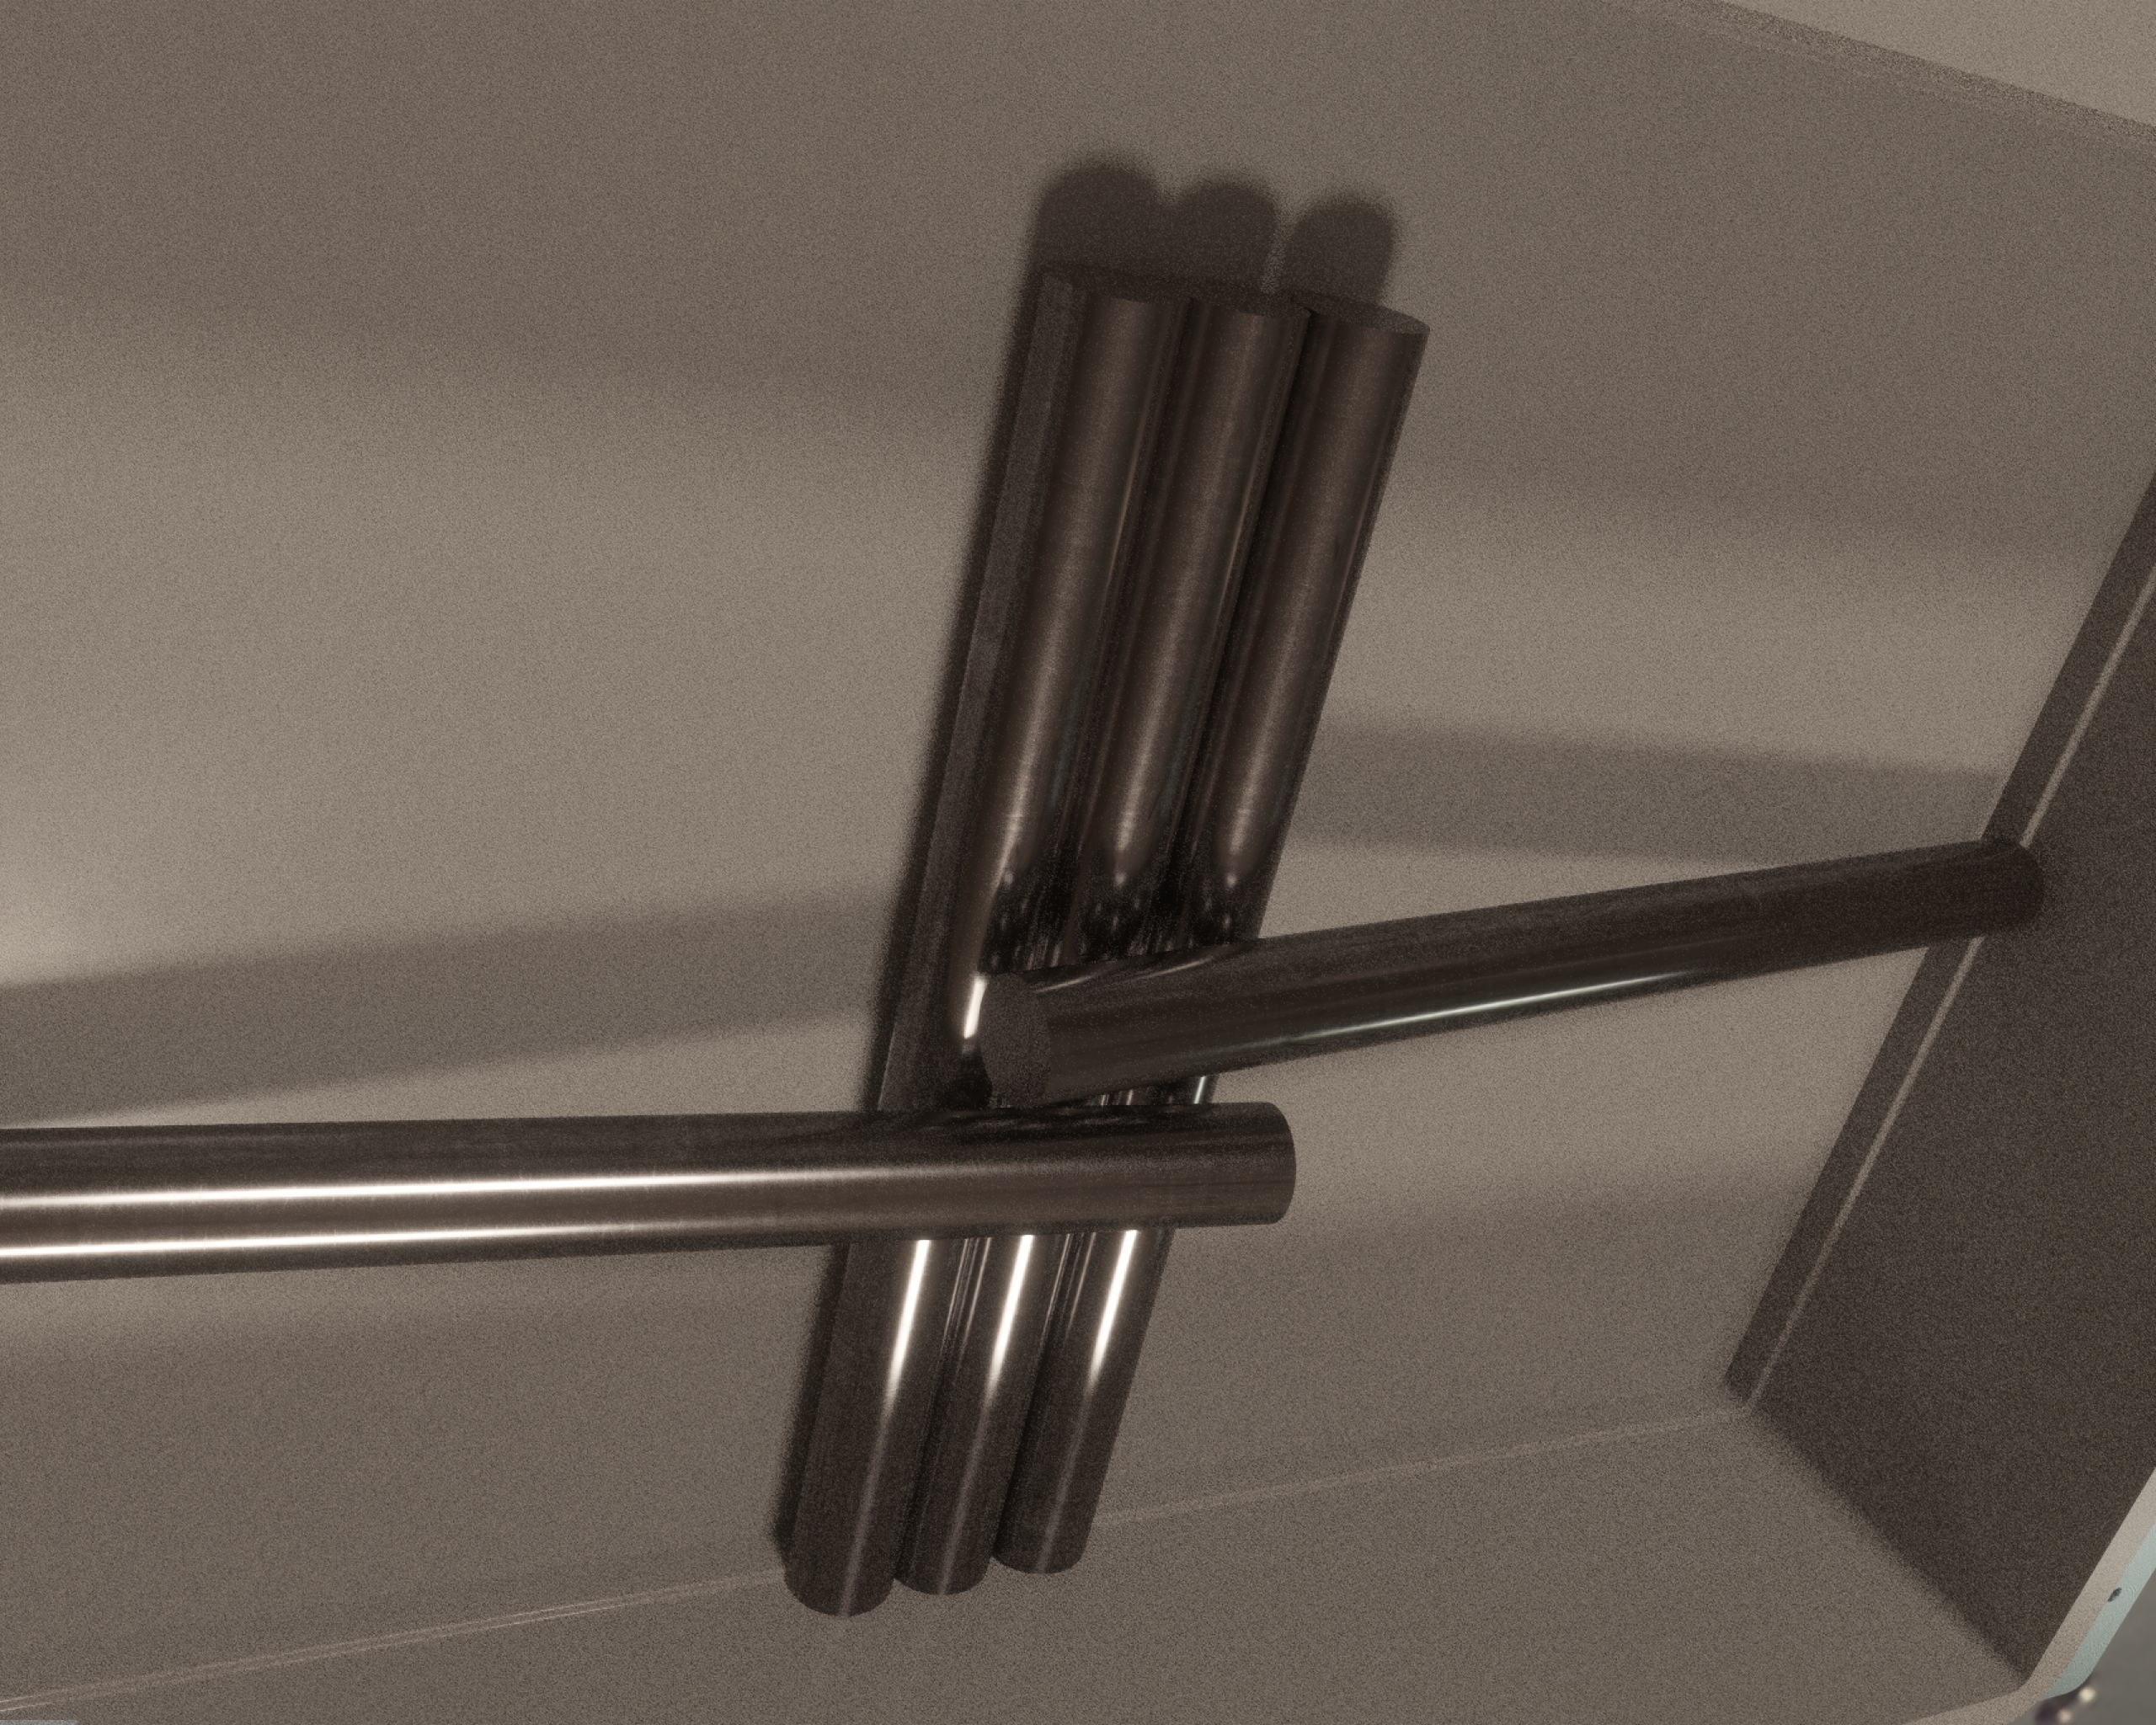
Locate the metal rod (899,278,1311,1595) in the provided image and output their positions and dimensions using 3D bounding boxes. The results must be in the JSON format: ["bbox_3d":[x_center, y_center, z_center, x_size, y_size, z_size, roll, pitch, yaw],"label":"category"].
[{"bbox_3d":[-0.002,0.032,0.427,0.025,0.025,0.298,-2,119,-28],"label":"metal rod"}]

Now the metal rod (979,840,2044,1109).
[{"bbox_3d":[0.114,0.019,0.461,0.303,0.025,0.025,-6,121,-33],"label":"metal rod"}]

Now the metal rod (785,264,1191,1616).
[{"bbox_3d":[-0.024,0.033,0.416,0.025,0.025,0.298,-2,119,-28],"label":"metal rod"}]

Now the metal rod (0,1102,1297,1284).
[{"bbox_3d":[-0.101,0.058,0.368,0.303,0.025,0.025,2,118,-23],"label":"metal rod"}]

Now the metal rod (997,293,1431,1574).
[{"bbox_3d":[0.020,0.032,0.440,0.025,0.025,0.298,-2,119,-28],"label":"metal rod"}]
